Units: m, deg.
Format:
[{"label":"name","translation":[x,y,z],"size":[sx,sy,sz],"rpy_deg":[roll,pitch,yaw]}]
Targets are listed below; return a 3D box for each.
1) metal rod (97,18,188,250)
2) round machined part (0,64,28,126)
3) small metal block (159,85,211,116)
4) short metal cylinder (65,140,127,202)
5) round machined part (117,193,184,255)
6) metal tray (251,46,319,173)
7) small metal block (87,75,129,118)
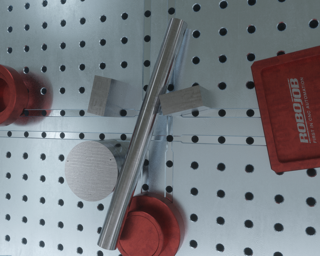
[{"label":"metal rod","translation":[-0.021,0.005,0.395],"size":[0.025,0.025,0.299],"rpy_deg":[16,86,19]},{"label":"round machined part","translation":[-0.251,-0.051,0.492],"size":[0.098,0.042,0.097],"rpy_deg":[0,90,20]},{"label":"small metal block","translation":[0.033,-0.032,0.388],"size":[0.050,0.050,0.025],"rpy_deg":[-13,86,19]},{"label":"short metal cylinder","translation":[-0.082,0.056,0.428],"size":[0.080,0.050,0.080],"rpy_deg":[0,90,20]},{"label":"round machined part","translation":[-0.021,0.138,0.411],"size":[0.098,0.042,0.097],"rpy_deg":[0,90,20]},{"label":"metal tray","translation":[0.162,-0.020,0.352],"size":[0.090,0.030,0.129],"rpy_deg":[-11,86,19]},{"label":"small metal block","translation":[-0.070,-0.042,0.424],"size":[0.025,0.050,0.050],"rpy_deg":[14,95,19]}]
